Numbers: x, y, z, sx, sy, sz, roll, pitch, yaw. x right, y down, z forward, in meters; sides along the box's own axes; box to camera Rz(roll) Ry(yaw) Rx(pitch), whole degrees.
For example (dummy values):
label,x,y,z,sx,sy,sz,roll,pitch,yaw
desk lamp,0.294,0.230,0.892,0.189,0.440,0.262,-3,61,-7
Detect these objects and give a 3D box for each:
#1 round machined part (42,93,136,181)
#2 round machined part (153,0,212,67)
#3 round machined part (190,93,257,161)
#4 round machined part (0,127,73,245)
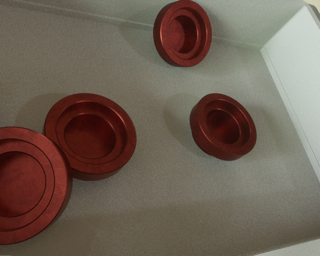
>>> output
label,x,y,z,sx,sy,sz,roll,pitch,yaw
round machined part,-0.080,0.013,0.345,0.099,0.042,0.098,14,56,-21
round machined part,0.030,-0.144,0.481,0.099,0.042,0.097,-8,103,-33
round machined part,0.085,0.002,0.441,0.099,0.042,0.098,14,56,-21
round machined part,-0.128,0.050,0.278,0.099,0.042,0.097,1,80,-4
